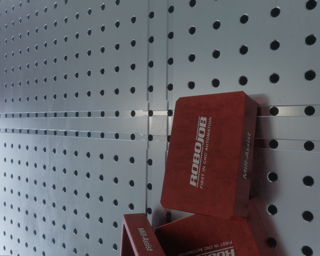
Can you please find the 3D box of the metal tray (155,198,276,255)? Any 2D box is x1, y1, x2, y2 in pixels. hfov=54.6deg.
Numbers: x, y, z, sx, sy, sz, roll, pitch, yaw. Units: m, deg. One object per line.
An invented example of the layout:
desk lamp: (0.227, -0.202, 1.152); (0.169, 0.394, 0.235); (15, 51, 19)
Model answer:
metal tray: (0.060, 0.142, 0.357); (0.130, 0.030, 0.090); (-31, 71, 35)

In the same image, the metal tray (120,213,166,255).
metal tray: (-0.022, 0.175, 0.377); (0.130, 0.030, 0.089); (-141, 54, -68)

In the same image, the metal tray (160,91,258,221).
metal tray: (0.053, 0.028, 0.341); (0.090, 0.030, 0.130); (-2, 73, 40)
